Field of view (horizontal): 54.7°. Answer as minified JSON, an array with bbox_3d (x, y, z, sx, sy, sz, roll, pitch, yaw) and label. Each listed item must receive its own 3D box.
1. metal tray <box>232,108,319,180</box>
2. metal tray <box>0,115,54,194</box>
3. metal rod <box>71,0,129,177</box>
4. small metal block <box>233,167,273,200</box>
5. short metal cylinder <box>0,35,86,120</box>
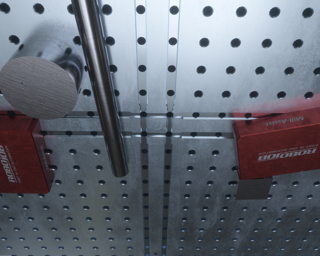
[{"bbox_3d":[0.172,0.024,0.430,0.131,0.030,0.090,-10,130,8],"label":"metal tray"},{"bbox_3d":[-0.211,0.042,0.442,0.091,0.030,0.129,2,130,-2],"label":"metal tray"},{"bbox_3d":[-0.068,-0.048,0.369,0.025,0.025,0.298,-3,130,2],"label":"metal rod"},{"bbox_3d":[0.144,0.087,0.487,0.050,0.025,0.050,-1,130,1],"label":"small metal block"},{"bbox_3d":[-0.128,-0.056,0.346,0.081,0.050,0.079,0,130,0],"label":"short metal cylinder"}]
